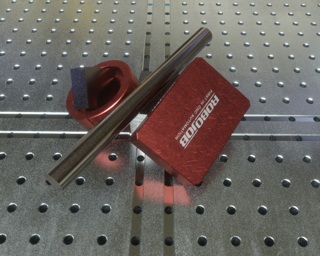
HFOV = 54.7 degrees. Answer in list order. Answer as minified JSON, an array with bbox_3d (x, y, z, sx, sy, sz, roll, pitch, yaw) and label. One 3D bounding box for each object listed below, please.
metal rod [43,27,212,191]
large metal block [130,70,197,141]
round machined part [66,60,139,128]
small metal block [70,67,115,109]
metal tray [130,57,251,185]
[{"bbox_3d":[-0.018,-0.043,0.378,0.025,0.025,0.301,28,55,21],"label":"metal rod"},{"bbox_3d":[0.008,-0.028,0.415,0.080,0.050,0.080,7,50,5],"label":"large metal block"},{"bbox_3d":[-0.071,-0.040,0.412,0.098,0.042,0.098,-15,50,20],"label":"round machined part"},{"bbox_3d":[-0.084,-0.051,0.397,0.025,0.050,0.050,-1,6,33],"label":"small metal block"},{"bbox_3d":[0.039,-0.009,0.369,0.090,0.030,0.130,40,70,-8],"label":"metal tray"}]
